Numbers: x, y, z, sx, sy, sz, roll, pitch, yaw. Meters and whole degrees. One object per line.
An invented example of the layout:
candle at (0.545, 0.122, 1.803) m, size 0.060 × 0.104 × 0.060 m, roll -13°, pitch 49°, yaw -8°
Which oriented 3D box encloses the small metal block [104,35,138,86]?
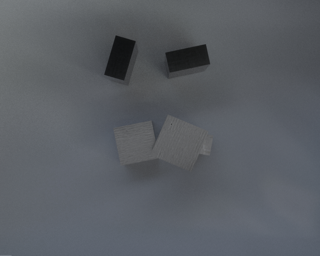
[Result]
small metal block at (-0.048, -0.085, 0.398) m, size 0.025 × 0.050 × 0.050 m, roll 16°, pitch 90°, yaw 0°

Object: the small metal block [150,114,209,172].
small metal block at (0.022, 0.017, 0.362) m, size 0.050 × 0.025 × 0.050 m, roll 23°, pitch 90°, yaw -1°

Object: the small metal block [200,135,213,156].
small metal block at (0.038, 0.017, 0.399) m, size 0.050 × 0.050 × 0.025 m, roll 10°, pitch 90°, yaw -1°

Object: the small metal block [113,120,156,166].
small metal block at (-0.031, 0.019, 0.411) m, size 0.050 × 0.025 × 0.050 m, roll -11°, pitch 90°, yaw -1°

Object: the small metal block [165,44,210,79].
small metal block at (0.034, -0.084, 0.399) m, size 0.050 × 0.050 × 0.025 m, roll -12°, pitch 90°, yaw 0°
